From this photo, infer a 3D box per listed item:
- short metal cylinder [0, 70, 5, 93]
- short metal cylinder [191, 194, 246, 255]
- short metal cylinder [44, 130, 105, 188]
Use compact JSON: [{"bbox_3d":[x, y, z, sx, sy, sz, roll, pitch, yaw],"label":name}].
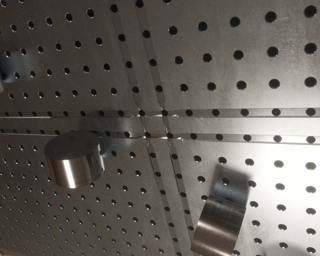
[{"bbox_3d":[-0.289,-0.080,0.475,0.080,0.080,0.050,14,124,20],"label":"short metal cylinder"},{"bbox_3d":[0.079,0.136,0.417,0.050,0.080,0.079,18,125,17],"label":"short metal cylinder"},{"bbox_3d":[-0.128,0.045,0.469,0.080,0.080,0.050,10,123,22],"label":"short metal cylinder"}]
